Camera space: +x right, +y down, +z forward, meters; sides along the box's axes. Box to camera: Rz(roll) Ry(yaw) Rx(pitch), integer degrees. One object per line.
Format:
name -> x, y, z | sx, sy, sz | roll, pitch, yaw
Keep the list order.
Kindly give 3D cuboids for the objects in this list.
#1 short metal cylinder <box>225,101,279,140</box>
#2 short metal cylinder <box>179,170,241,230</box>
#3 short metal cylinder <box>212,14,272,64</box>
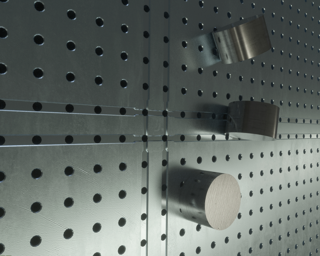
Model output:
short metal cylinder -> 0.149, -0.010, 0.501 | 0.081, 0.080, 0.050 | 14, 81, -40
short metal cylinder -> 0.075, 0.105, 0.458 | 0.081, 0.050, 0.079 | 0, 90, -40
short metal cylinder -> 0.127, -0.138, 0.482 | 0.081, 0.080, 0.050 | -34, 112, -35
